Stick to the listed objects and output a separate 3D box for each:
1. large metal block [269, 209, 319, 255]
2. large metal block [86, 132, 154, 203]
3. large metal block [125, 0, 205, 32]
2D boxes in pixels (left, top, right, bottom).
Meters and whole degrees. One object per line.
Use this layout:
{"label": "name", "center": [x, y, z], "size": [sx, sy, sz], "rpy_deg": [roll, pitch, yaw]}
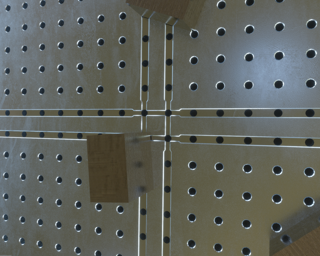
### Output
{"label": "large metal block", "center": [0.179, 0.145, 0.336], "size": [0.080, 0.050, 0.080], "rpy_deg": [-40, 78, 15]}
{"label": "large metal block", "center": [-0.048, 0.047, 0.399], "size": [0.050, 0.080, 0.079], "rpy_deg": [-4, 89, 20]}
{"label": "large metal block", "center": [0.015, -0.179, 0.393], "size": [0.080, 0.050, 0.080], "rpy_deg": [23, 98, 18]}
